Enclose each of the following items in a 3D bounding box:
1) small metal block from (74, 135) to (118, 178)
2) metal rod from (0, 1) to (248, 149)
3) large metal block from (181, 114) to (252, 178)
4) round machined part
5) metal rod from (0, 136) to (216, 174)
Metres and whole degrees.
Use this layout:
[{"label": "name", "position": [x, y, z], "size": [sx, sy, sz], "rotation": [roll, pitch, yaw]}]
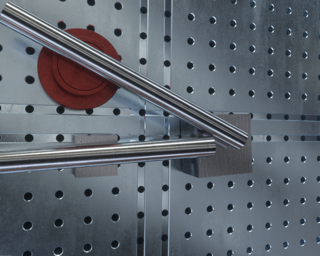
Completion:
[{"label": "small metal block", "position": [-0.080, 0.034, 0.384], "size": [0.050, 0.025, 0.050], "rotation": [0, 90, -21]}, {"label": "metal rod", "position": [-0.026, -0.050, 0.352], "size": [0.301, 0.025, 0.025], "rotation": [27, 81, -16]}, {"label": "large metal block", "position": [0.077, 0.022, 0.426], "size": [0.081, 0.050, 0.079], "rotation": [-2, 91, -20]}, {"label": "round machined part", "position": [-0.093, -0.071, 0.369], "size": [0.099, 0.042, 0.097], "rotation": [0, 90, -21]}, {"label": "metal rod", "position": [-0.085, 0.032, 0.353], "size": [0.302, 0.025, 0.025], "rotation": [-4, 92, -10]}]
